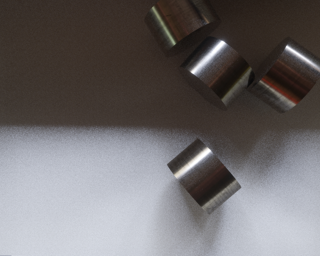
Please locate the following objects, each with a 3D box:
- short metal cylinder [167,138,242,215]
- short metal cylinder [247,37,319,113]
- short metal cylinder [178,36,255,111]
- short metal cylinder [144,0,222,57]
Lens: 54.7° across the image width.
[{"bbox_3d":[0.054,0.059,0.384,0.050,0.080,0.080,-41,90,0],"label":"short metal cylinder"},{"bbox_3d":[0.154,-0.065,0.385,0.050,0.080,0.080,35,90,0],"label":"short metal cylinder"},{"bbox_3d":[0.069,-0.066,0.384,0.080,0.080,0.050,42,90,0],"label":"short metal cylinder"},{"bbox_3d":[0.028,-0.131,0.384,0.080,0.080,0.050,-31,90,0],"label":"short metal cylinder"}]
